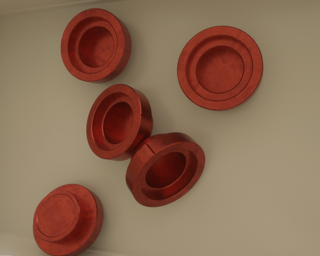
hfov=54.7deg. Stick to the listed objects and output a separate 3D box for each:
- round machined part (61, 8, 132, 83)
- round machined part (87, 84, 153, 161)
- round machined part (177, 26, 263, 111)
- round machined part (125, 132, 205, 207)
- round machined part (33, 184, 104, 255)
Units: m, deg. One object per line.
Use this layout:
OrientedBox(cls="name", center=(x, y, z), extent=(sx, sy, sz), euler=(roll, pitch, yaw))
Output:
OrientedBox(cls="round machined part", center=(-0.084, -0.110, 0.430), extent=(0.098, 0.042, 0.097), euler=(0, 90, 19))
OrientedBox(cls="round machined part", center=(-0.048, -0.005, 0.406), extent=(0.098, 0.042, 0.098), euler=(-11, 71, 36))
OrientedBox(cls="round machined part", center=(0.074, -0.069, 0.375), extent=(0.098, 0.042, 0.097), euler=(0, 90, 19))
OrientedBox(cls="round machined part", center=(0.003, 0.046, 0.378), extent=(0.098, 0.098, 0.042), euler=(-55, 44, 12))
OrientedBox(cls="round machined part", center=(-0.132, 0.124, 0.426), extent=(0.098, 0.042, 0.098), euler=(-7, 61, 13))
